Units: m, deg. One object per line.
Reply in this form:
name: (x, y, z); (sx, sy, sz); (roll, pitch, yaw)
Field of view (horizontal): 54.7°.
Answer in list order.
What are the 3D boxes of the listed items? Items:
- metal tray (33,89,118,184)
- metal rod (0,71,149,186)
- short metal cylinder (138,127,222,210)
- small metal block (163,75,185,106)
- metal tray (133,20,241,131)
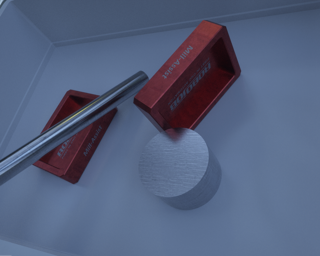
metal tray: (-0.132, 0.009, 0.464); (0.090, 0.030, 0.130); (14, 69, 33)
metal rod: (-0.128, 0.007, 0.393); (0.025, 0.025, 0.302); (27, 53, 37)
short metal cylinder: (0.023, 0.046, 0.348); (0.080, 0.050, 0.080); (-13, 56, 20)
small metal block: (0.025, -0.056, 0.410); (0.025, 0.050, 0.050); (21, 73, 36)
metal tray: (0.038, -0.051, 0.374); (0.130, 0.090, 0.030); (-49, 52, -7)
